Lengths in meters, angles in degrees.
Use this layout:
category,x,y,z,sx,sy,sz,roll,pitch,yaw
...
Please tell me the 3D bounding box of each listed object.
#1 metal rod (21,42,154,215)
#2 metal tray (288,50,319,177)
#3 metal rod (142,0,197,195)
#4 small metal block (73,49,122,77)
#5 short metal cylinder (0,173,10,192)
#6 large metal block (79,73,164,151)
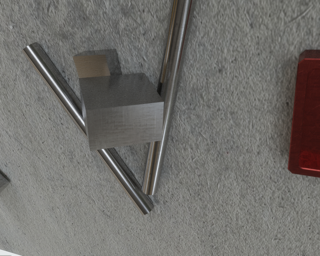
category,x,y,z,sx,sy,sz,roll,pitch,yaw
metal rod,-0.100,0.009,0.463,0.025,0.025,0.299,-24,106,36
metal tray,0.179,-0.009,0.303,0.090,0.030,0.129,6,122,24
metal rod,0.006,-0.028,0.385,0.025,0.025,0.298,21,126,15
small metal block,-0.078,-0.073,0.401,0.050,0.025,0.050,3,120,26
short metal cylinder,-0.358,0.121,0.631,0.050,0.080,0.080,47,129,-5
large metal block,-0.047,-0.022,0.359,0.081,0.080,0.050,-8,124,-16
